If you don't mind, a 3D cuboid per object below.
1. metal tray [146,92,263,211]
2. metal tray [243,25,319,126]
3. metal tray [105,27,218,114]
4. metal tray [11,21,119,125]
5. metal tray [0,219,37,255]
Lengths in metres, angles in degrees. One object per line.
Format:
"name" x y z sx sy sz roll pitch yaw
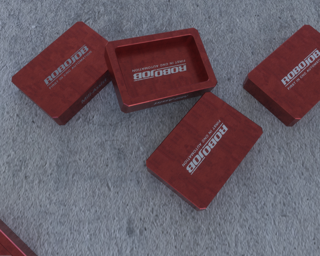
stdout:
"metal tray" 0.056 0.028 0.396 0.090 0.030 0.130 38 74 12
"metal tray" 0.194 -0.076 0.434 0.130 0.030 0.090 -40 75 -14
"metal tray" 0.001 -0.079 0.414 0.131 0.030 0.090 -15 79 -17
"metal tray" -0.124 -0.079 0.433 0.090 0.030 0.130 39 74 13
"metal tray" -0.213 0.171 0.341 0.090 0.030 0.130 38 74 12
